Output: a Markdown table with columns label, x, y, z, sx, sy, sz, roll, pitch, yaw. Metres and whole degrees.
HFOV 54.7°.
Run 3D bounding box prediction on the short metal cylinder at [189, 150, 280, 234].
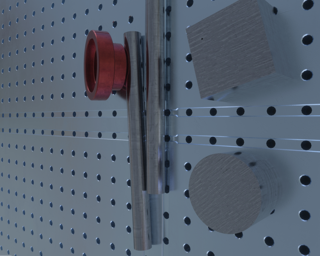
| label | x | y | z | sx | sy | sz | roll | pitch | yaw |
| --- | --- | --- | --- | --- | --- | --- | --- | --- | --- |
| short metal cylinder | 0.078 | 0.065 | 0.328 | 0.080 | 0.050 | 0.079 | 0 | 90 | 39 |

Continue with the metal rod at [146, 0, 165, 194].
| label | x | y | z | sx | sy | sz | roll | pitch | yaw |
| --- | --- | --- | --- | --- | --- | --- | --- | --- | --- |
| metal rod | -0.006 | -0.064 | 0.412 | 0.025 | 0.025 | 0.298 | -1 | 90 | 39 |

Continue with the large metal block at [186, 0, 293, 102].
| label | x | y | z | sx | sy | sz | roll | pitch | yaw |
| --- | --- | --- | --- | --- | --- | --- | --- | --- | --- |
| large metal block | 0.081 | -0.079 | 0.325 | 0.080 | 0.050 | 0.080 | -18 | 79 | 38 |

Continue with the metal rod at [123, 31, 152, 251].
| label | x | y | z | sx | sy | sz | roll | pitch | yaw |
| --- | --- | --- | --- | --- | --- | --- | --- | --- | --- |
| metal rod | -0.031 | 0.016 | 0.432 | 0.025 | 0.025 | 0.298 | -5 | 87 | 39 |

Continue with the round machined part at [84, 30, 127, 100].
| label | x | y | z | sx | sy | sz | roll | pitch | yaw |
| --- | --- | --- | --- | --- | --- | --- | --- | --- | --- |
| round machined part | -0.078 | -0.088 | 0.445 | 0.098 | 0.042 | 0.097 | 178 | 90 | -65 |
